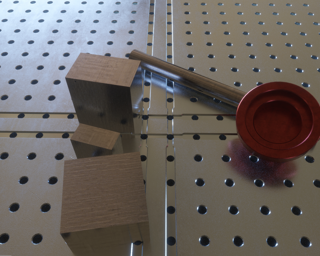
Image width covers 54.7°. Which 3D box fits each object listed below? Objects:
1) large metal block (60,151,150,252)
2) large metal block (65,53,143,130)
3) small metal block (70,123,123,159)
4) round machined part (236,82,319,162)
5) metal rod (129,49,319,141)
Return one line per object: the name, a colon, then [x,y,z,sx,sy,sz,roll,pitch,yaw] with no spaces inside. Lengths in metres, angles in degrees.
large metal block: [-0.056,0.076,0.327,0.081,0.050,0.080,-6,50,-6]
large metal block: [-0.069,-0.047,0.411,0.080,0.080,0.050,9,51,7]
small metal block: [-0.073,0.025,0.370,0.050,0.050,0.025,13,52,11]
round machined part: [0.145,-0.005,0.386,0.098,0.042,0.098,-4,71,12]
metal rod: [0.084,-0.055,0.454,0.301,0.025,0.025,25,55,20]
